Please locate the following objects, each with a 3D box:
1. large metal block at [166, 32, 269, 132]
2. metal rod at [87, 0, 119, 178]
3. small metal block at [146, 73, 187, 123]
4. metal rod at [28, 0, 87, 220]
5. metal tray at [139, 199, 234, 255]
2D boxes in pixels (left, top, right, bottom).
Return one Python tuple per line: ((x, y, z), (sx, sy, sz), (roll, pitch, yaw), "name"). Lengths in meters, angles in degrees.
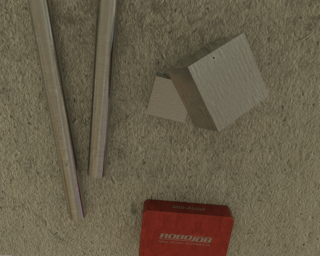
((0.068, -0.053, 0.361), (0.080, 0.050, 0.080), (-34, 109, -17), "large metal block")
((-0.069, -0.075, 0.381), (0.025, 0.025, 0.298), (7, 110, -3), "metal rod")
((0.013, -0.039, 0.396), (0.050, 0.025, 0.050), (13, 110, -6), "small metal block")
((-0.129, -0.012, 0.403), (0.025, 0.025, 0.298), (-3, 110, 1), "metal rod")
((0.037, 0.158, 0.466), (0.131, 0.030, 0.089), (5, 110, -3), "metal tray")
